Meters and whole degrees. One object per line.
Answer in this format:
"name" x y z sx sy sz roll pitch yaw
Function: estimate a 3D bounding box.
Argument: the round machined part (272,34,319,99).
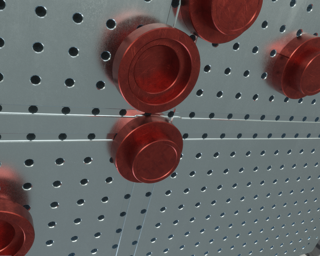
"round machined part" 0.223 -0.088 0.467 0.099 0.042 0.097 -14 124 -21

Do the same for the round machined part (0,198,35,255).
"round machined part" -0.202 0.121 0.364 0.099 0.042 0.097 -14 124 -21

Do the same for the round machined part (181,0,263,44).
"round machined part" 0.077 -0.144 0.352 0.099 0.042 0.097 -14 124 -21

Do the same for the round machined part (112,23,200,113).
"round machined part" -0.007 -0.069 0.353 0.099 0.042 0.097 -14 124 -21

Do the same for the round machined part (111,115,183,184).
"round machined part" -0.012 0.035 0.415 0.099 0.042 0.097 -14 124 -21
